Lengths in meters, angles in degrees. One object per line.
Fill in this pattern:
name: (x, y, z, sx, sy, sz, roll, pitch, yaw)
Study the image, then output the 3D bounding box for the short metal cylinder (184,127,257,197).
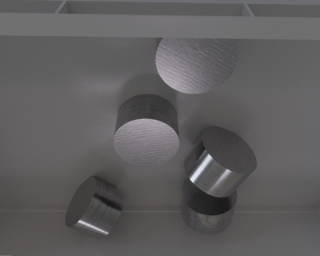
short metal cylinder: (0.079, 0.044, 0.411, 0.080, 0.080, 0.050, 18, 128, -15)

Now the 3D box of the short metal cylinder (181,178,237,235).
short metal cylinder: (0.073, 0.113, 0.469, 0.080, 0.080, 0.050, -1, 130, 1)

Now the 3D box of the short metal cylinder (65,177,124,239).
short metal cylinder: (-0.101, 0.122, 0.476, 0.050, 0.080, 0.080, 34, 122, -26)

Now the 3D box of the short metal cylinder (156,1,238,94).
short metal cylinder: (0.036, -0.083, 0.322, 0.081, 0.050, 0.079, 0, 130, 0)

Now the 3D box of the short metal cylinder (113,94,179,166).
short metal cylinder: (-0.017, 0.004, 0.395, 0.081, 0.050, 0.079, 0, 130, 0)
